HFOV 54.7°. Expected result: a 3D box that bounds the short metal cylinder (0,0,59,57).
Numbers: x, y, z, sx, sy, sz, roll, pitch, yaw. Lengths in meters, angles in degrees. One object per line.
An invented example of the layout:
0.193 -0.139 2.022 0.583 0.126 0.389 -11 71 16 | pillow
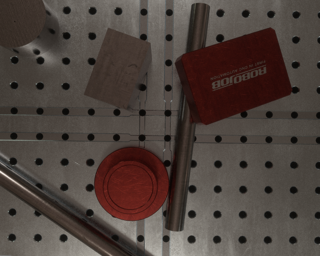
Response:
-0.178 -0.137 0.398 0.081 0.050 0.079 0 90 -1 | short metal cylinder

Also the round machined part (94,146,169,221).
-0.037 0.074 0.404 0.099 0.042 0.097 0 90 -1 | round machined part

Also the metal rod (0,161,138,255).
-0.132 0.116 0.411 0.301 0.025 0.025 35 90 -1 | metal rod

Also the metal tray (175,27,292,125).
0.095 -0.066 0.396 0.131 0.030 0.090 -20 96 -11 | metal tray

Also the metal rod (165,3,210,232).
0.037 -0.014 0.413 0.025 0.025 0.298 7 90 -1 | metal rod

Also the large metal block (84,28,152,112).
-0.048 -0.066 0.385 0.050 0.080 0.080 20 90 0 | large metal block
